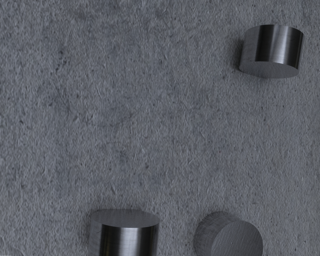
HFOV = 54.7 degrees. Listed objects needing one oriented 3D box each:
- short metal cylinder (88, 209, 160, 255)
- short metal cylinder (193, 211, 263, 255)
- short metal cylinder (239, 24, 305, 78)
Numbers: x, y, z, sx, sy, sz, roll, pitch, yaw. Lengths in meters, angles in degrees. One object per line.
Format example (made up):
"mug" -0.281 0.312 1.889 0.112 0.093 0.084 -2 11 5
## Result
"short metal cylinder" -0.042 0.130 0.364 0.081 0.080 0.050 6 88 -20
"short metal cylinder" 0.094 0.162 0.430 0.081 0.050 0.080 0 90 -20
"short metal cylinder" 0.157 -0.105 0.437 0.081 0.080 0.050 11 86 -20
